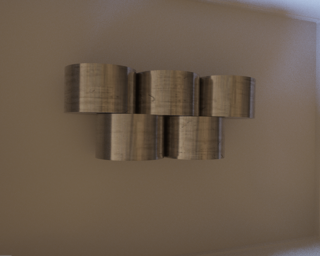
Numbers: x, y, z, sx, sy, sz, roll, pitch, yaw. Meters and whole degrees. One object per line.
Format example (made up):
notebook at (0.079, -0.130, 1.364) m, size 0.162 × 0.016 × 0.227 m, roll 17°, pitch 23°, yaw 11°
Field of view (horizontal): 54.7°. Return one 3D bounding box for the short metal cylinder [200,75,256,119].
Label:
short metal cylinder at (0.085, -0.038, 0.410) m, size 0.081 × 0.080 × 0.050 m, roll 2°, pitch 90°, yaw -20°

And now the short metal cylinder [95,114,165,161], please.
short metal cylinder at (-0.035, 0.010, 0.366) m, size 0.081 × 0.080 × 0.050 m, roll 1°, pitch 90°, yaw -20°

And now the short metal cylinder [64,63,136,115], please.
short metal cylinder at (-0.068, -0.041, 0.354) m, size 0.081 × 0.080 × 0.050 m, roll 1°, pitch 90°, yaw -20°

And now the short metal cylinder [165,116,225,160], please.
short metal cylinder at (0.042, 0.011, 0.395) m, size 0.081 × 0.080 × 0.050 m, roll 1°, pitch 90°, yaw -20°

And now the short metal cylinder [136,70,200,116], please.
short metal cylinder at (0.009, -0.039, 0.382) m, size 0.081 × 0.080 × 0.050 m, roll 1°, pitch 90°, yaw -20°
